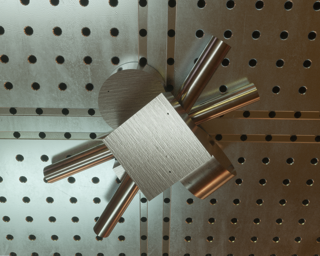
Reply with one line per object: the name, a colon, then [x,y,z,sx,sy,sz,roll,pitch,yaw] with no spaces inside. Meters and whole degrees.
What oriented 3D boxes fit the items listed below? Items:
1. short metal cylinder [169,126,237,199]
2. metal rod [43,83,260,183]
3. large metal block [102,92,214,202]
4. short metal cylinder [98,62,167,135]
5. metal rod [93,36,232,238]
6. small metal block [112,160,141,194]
short metal cylinder: [0.052,0.043,0.397,0.050,0.080,0.080,-41,105,14]
metal rod: [-0.017,0.010,0.413,0.301,0.025,0.025,-22,109,7]
large metal block: [0.000,0.018,0.335,0.080,0.050,0.080,-38,89,13]
short metal cylinder: [-0.032,-0.037,0.382,0.081,0.050,0.079,0,110,0]
metal rod: [-0.006,0.023,0.392,0.025,0.025,0.298,29,107,-10]
small metal block: [-0.030,0.060,0.431,0.050,0.025,0.050,-27,108,9]
